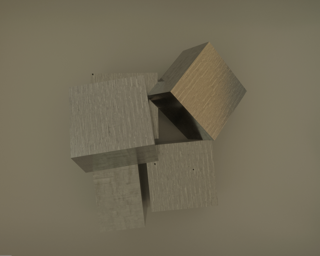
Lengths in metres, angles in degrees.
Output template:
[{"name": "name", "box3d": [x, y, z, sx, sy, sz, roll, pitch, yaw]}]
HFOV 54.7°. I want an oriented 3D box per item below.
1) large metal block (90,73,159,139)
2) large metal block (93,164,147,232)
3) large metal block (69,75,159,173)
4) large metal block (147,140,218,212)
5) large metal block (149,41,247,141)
[{"name": "large metal block", "box3d": [-0.043, -0.026, 0.397, 0.081, 0.050, 0.079, -1, 90, -1]}, {"name": "large metal block", "box3d": [-0.046, 0.073, 0.382, 0.050, 0.080, 0.079, -7, 90, 0]}, {"name": "large metal block", "box3d": [-0.049, -0.004, 0.332, 0.080, 0.050, 0.080, -9, 65, 0]}, {"name": "large metal block", "box3d": [0.026, 0.057, 0.396, 0.081, 0.050, 0.079, -5, 90, -1]}, {"name": "large metal block", "box3d": [0.046, -0.042, 0.373, 0.080, 0.050, 0.080, 46, 67, -23]}]
